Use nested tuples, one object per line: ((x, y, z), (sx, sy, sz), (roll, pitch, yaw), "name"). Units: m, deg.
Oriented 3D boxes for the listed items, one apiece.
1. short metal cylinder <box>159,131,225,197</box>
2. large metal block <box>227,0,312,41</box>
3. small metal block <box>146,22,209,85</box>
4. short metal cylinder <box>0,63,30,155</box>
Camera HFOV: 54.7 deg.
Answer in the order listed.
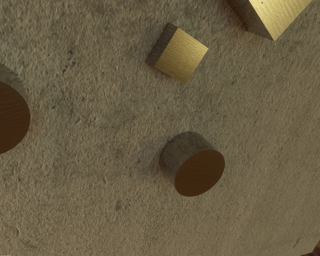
((0.046, 0.052, 0.448), (0.081, 0.050, 0.079), (-14, 124, -21), "short metal cylinder")
((0.128, -0.163, 0.360), (0.080, 0.050, 0.080), (-49, 129, 6), "large metal block")
((0.020, -0.087, 0.364), (0.050, 0.025, 0.050), (23, 106, -37), "small metal block")
((-0.167, -0.019, 0.288), (0.081, 0.050, 0.079), (-14, 124, -21), "short metal cylinder")
